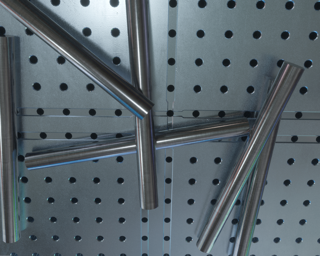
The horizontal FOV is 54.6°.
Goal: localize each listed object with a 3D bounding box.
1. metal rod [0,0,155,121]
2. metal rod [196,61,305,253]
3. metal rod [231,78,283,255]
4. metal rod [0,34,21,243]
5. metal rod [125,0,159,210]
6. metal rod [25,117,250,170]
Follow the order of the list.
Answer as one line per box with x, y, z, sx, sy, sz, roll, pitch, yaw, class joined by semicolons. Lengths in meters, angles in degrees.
-0.130;-0.113;0.346;0.300;0.025;0.025;39;106;-4;metal rod
0.111;0.056;0.419;0.025;0.025;0.298;16;115;-6;metal rod
0.137;0.079;0.443;0.025;0.025;0.298;5;110;-2;metal rod
-0.207;0.028;0.422;0.025;0.025;0.298;7;110;-3;metal rod
-0.022;-0.042;0.379;0.025;0.025;0.298;-3;103;1;metal rod
-0.032;0.022;0.421;0.301;0.025;0.025;-9;110;3;metal rod
